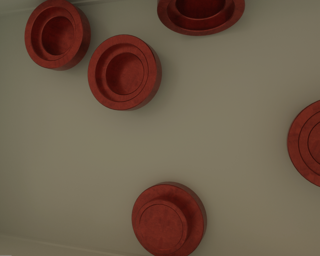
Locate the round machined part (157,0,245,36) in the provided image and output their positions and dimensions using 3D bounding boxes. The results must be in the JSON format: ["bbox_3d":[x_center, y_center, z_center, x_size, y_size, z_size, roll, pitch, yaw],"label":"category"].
[{"bbox_3d":[0.046,-0.152,0.357,0.098,0.098,0.042,-5,73,19],"label":"round machined part"}]

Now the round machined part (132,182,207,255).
[{"bbox_3d":[0.008,0.121,0.398,0.098,0.042,0.097,0,90,19],"label":"round machined part"}]

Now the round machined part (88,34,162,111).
[{"bbox_3d":[-0.043,-0.071,0.416,0.098,0.042,0.097,0,90,19],"label":"round machined part"}]

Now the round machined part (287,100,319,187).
[{"bbox_3d":[0.190,0.016,0.335,0.098,0.042,0.097,0,90,19],"label":"round machined part"}]

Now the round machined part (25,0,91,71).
[{"bbox_3d":[-0.143,-0.132,0.450,0.098,0.042,0.097,0,90,19],"label":"round machined part"}]
